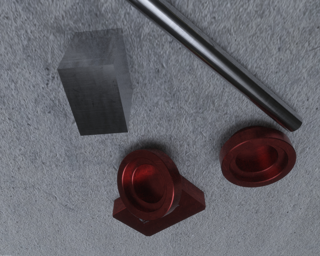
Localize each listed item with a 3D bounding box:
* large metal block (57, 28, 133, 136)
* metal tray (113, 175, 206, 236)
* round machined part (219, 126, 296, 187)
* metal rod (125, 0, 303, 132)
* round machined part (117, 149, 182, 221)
[{"bbox_3d":[-0.062,-0.050,0.328,0.050,0.080,0.080,-4,130,3],"label":"large metal block"},{"bbox_3d":[-0.002,0.127,0.512,0.130,0.030,0.090,-34,123,25],"label":"metal tray"},{"bbox_3d":[0.131,0.035,0.428,0.099,0.042,0.097,-1,130,0],"label":"round machined part"},{"bbox_3d":[0.059,-0.078,0.341,0.301,0.025,0.025,32,123,-25],"label":"metal rod"},{"bbox_3d":[-0.010,0.077,0.438,0.098,0.098,0.042,-43,160,29],"label":"round machined part"}]
